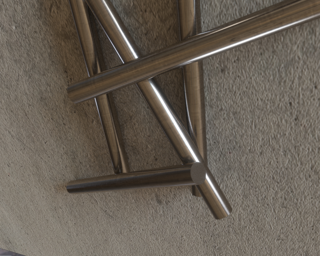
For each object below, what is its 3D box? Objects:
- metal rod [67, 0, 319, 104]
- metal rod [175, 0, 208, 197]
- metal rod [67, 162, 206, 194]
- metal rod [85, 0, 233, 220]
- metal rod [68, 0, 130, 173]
[{"bbox_3d":[0.031,-0.077,0.310,0.300,0.025,0.025,-16,111,23],"label":"metal rod"},{"bbox_3d":[0.039,-0.042,0.360,0.025,0.025,0.298,7,122,24],"label":"metal rod"},{"bbox_3d":[-0.057,0.078,0.447,0.299,0.025,0.025,-16,111,47],"label":"metal rod"},{"bbox_3d":[0.002,-0.023,0.367,0.025,0.025,0.299,-27,97,37],"label":"metal rod"},{"bbox_3d":[-0.080,-0.062,0.410,0.025,0.025,0.298,5,121,26],"label":"metal rod"}]
